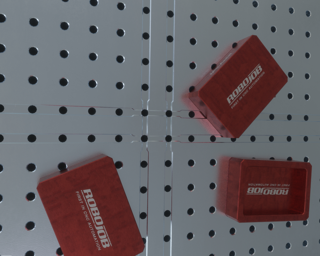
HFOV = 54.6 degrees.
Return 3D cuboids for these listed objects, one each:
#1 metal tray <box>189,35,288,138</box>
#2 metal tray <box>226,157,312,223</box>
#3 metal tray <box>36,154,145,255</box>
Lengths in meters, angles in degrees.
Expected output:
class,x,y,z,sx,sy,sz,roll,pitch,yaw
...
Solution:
class,x,y,z,sx,sy,sz,roll,pitch,yaw
metal tray,0.117,-0.060,0.452,0.130,0.030,0.090,-46,104,-14
metal tray,0.167,0.093,0.471,0.131,0.030,0.090,5,88,-20
metal tray,-0.083,0.108,0.380,0.091,0.030,0.129,-21,97,-19
